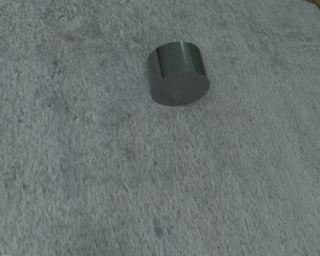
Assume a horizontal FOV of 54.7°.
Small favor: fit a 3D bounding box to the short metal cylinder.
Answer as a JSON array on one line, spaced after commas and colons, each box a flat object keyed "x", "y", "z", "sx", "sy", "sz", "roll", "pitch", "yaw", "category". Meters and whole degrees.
[{"x": 0.024, "y": -0.072, "z": 0.427, "sx": 0.081, "sy": 0.080, "sz": 0.050, "roll": 5, "pitch": 60, "yaw": -26, "category": "short metal cylinder"}]
